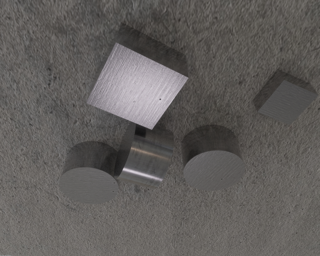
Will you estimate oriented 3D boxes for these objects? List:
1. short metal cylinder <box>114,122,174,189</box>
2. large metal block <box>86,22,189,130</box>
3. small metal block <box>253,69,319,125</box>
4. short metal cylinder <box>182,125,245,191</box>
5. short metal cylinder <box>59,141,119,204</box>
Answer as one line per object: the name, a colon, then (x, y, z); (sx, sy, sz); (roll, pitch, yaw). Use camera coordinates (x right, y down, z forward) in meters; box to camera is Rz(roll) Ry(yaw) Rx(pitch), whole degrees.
short metal cylinder: (-0.022, 0.033, 0.399); (0.050, 0.080, 0.079); (19, 128, -15)
large metal block: (-0.025, -0.055, 0.344); (0.080, 0.050, 0.080); (23, 126, -19)
small metal block: (0.151, -0.037, 0.378); (0.050, 0.025, 0.050); (19, 128, -16)
short metal cylinder: (0.071, 0.042, 0.427); (0.081, 0.050, 0.079); (0, 130, 0)
short metal cylinder: (-0.098, 0.065, 0.445); (0.081, 0.050, 0.079); (0, 130, 0)
